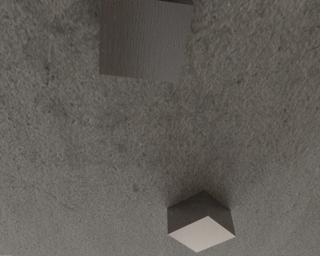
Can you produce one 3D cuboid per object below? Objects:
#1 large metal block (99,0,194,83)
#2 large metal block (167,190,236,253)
[{"bbox_3d":[-0.016,-0.096,0.309,0.081,0.050,0.079,6,130,-6],"label":"large metal block"},{"bbox_3d":[0.069,0.161,0.529,0.080,0.050,0.080,-33,123,25],"label":"large metal block"}]
